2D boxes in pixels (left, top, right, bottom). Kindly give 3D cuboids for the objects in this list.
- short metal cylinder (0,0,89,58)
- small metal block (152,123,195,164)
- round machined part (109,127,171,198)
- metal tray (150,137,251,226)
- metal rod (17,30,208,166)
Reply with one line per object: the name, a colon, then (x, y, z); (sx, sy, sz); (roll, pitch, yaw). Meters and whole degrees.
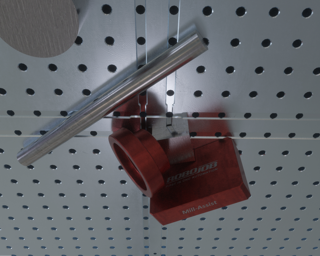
short metal cylinder: (-0.113, -0.115, 0.296); (0.081, 0.050, 0.079); (0, 130, 0)
small metal block: (0.019, 0.024, 0.432); (0.050, 0.025, 0.050); (-10, 130, 8)
round machined part: (-0.023, 0.040, 0.411); (0.042, 0.098, 0.098); (-34, 132, -19)
metal tray: (0.050, 0.073, 0.431); (0.130, 0.090, 0.030); (-23, 127, 18)
metal rod: (-0.075, -0.025, 0.389); (0.300, 0.025, 0.025); (-30, 124, 23)
